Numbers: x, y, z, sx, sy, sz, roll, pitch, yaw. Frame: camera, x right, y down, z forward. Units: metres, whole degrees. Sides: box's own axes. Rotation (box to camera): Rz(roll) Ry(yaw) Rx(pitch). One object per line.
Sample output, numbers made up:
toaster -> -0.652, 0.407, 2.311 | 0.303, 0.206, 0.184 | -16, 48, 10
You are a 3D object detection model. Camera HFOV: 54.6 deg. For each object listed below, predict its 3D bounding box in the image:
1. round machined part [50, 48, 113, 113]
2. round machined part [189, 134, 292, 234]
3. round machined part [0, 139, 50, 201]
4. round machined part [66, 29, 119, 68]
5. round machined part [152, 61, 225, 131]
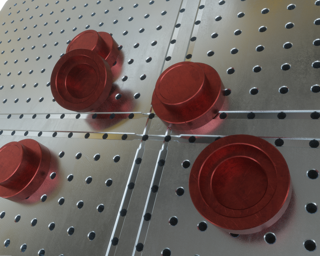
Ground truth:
round machined part -> -0.119, -0.072, 0.491 | 0.098, 0.042, 0.098 | -2, 83, 18
round machined part -> 0.083, 0.059, 0.318 | 0.098, 0.042, 0.098 | -13, 56, 21
round machined part -> -0.223, 0.060, 0.480 | 0.098, 0.042, 0.098 | -13, 56, 21
round machined part -> -0.125, -0.134, 0.547 | 0.098, 0.042, 0.098 | -13, 56, 21
round machined part -> 0.033, -0.049, 0.411 | 0.098, 0.042, 0.098 | -13, 56, 21
